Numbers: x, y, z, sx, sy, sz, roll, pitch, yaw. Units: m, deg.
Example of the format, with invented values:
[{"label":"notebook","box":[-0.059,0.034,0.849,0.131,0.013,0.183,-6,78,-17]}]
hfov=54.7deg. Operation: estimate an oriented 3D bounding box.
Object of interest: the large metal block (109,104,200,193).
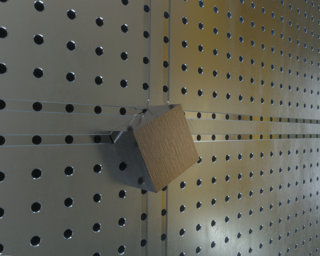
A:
[{"label":"large metal block","box":[-0.005,0.023,0.391,0.081,0.050,0.080,-32,110,-36]}]
